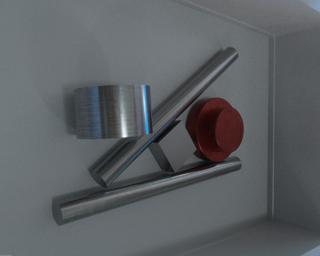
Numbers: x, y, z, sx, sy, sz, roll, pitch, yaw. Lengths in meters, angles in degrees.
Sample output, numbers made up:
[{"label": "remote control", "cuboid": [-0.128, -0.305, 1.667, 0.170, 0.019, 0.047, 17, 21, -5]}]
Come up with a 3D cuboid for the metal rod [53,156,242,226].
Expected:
[{"label": "metal rod", "cuboid": [0.010, 0.073, 0.415, 0.302, 0.025, 0.025, -7, 95, -40]}]

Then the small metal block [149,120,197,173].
[{"label": "small metal block", "cuboid": [0.017, 0.024, 0.420, 0.050, 0.025, 0.050, -43, 116, -32]}]

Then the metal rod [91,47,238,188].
[{"label": "metal rod", "cuboid": [0.024, -0.031, 0.427, 0.301, 0.025, 0.025, -44, 117, -31]}]

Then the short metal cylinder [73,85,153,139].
[{"label": "short metal cylinder", "cuboid": [-0.049, -0.017, 0.330, 0.081, 0.080, 0.050, -7, 95, -40]}]

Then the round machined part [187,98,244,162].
[{"label": "round machined part", "cuboid": [0.090, 0.002, 0.470, 0.099, 0.042, 0.097, 0, 90, -40]}]
